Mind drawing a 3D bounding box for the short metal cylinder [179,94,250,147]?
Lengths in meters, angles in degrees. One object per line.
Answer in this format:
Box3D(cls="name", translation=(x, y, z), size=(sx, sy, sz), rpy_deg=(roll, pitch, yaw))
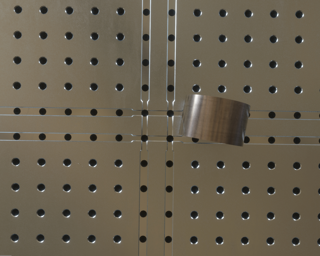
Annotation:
Box3D(cls="short metal cylinder", translation=(0.067, -0.009, 0.386), size=(0.080, 0.080, 0.050), rpy_deg=(11, 90, 0))
